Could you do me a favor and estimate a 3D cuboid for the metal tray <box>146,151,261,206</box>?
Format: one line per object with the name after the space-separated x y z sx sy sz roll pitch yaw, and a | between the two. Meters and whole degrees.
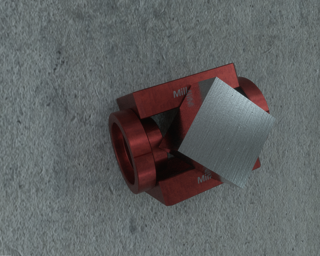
0.047 0.051 0.393 0.131 0.090 0.030 -19 97 -19 | metal tray

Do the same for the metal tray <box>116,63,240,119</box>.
0.020 -0.044 0.385 0.131 0.090 0.030 -19 97 -19 | metal tray

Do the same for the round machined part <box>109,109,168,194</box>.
-0.024 0.024 0.363 0.042 0.098 0.097 -17 96 -20 | round machined part

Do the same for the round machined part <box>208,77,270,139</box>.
0.095 -0.015 0.407 0.042 0.098 0.097 -17 96 -20 | round machined part

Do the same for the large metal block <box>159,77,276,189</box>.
0.059 0.005 0.322 0.080 0.050 0.080 31 80 -18 | large metal block
